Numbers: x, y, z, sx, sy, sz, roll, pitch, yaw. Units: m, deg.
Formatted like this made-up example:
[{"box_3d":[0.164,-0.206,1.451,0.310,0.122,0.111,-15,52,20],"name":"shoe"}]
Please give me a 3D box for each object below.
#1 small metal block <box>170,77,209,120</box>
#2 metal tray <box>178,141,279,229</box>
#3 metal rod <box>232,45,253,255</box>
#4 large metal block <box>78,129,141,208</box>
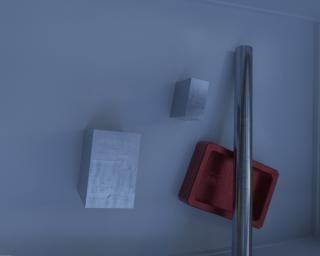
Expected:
[{"box_3d":[0.038,-0.037,0.413,0.025,0.050,0.050,11,86,-20],"name":"small metal block"},{"box_3d":[0.101,0.082,0.446,0.131,0.030,0.090,23,82,-19],"name":"metal tray"},{"box_3d":[0.113,0.028,0.422,0.025,0.025,0.299,10,75,-20],"name":"metal rod"},{"box_3d":[-0.062,0.043,0.359,0.050,0.080,0.080,6,88,-20],"name":"large metal block"}]
